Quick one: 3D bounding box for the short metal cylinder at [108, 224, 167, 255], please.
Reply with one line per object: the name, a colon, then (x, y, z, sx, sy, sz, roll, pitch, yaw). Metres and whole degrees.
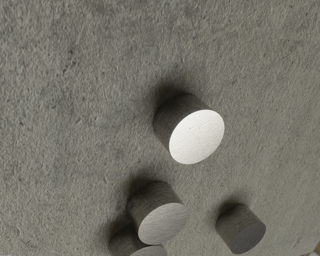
short metal cylinder: (-0.036, 0.198, 0.493, 0.081, 0.050, 0.079, -14, 124, -21)

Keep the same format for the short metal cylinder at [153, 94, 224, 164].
short metal cylinder: (0.037, 0.001, 0.411, 0.081, 0.050, 0.079, -14, 124, -21)

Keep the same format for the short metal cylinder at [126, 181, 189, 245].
short metal cylinder: (-0.004, 0.128, 0.467, 0.081, 0.050, 0.079, -14, 124, -21)

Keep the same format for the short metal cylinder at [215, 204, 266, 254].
short metal cylinder: (0.154, 0.194, 0.594, 0.081, 0.050, 0.079, -14, 124, -21)
